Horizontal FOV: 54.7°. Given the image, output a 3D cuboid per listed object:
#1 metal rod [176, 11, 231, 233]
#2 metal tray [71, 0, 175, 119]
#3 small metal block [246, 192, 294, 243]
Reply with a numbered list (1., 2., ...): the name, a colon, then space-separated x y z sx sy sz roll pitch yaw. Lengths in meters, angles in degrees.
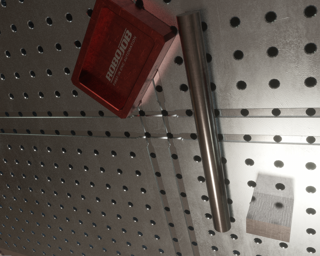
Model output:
1. metal rod: 0.060 0.012 0.385 0.025 0.025 0.298 1 119 27
2. metal tray: -0.050 -0.084 0.380 0.090 0.030 0.129 36 129 4
3. small metal block: 0.139 0.110 0.390 0.050 0.050 0.025 6 121 25
